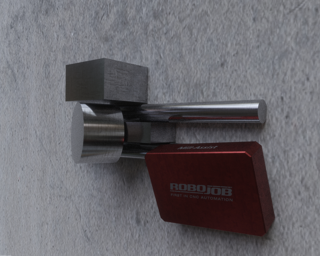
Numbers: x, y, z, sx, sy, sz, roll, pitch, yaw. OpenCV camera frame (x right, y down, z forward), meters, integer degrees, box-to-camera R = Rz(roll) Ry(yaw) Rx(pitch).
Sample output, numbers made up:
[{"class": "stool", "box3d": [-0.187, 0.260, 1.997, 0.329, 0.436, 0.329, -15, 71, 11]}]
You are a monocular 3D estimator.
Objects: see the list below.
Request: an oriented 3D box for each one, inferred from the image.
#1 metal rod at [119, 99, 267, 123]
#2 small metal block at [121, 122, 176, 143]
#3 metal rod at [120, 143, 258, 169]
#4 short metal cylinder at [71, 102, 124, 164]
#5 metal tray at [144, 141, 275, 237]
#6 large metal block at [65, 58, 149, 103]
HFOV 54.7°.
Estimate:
[{"class": "metal rod", "box3d": [-0.010, -0.020, 0.413, 0.300, 0.025, 0.025, 1, 91, 39]}, {"class": "small metal block", "box3d": [-0.014, 0.005, 0.399, 0.050, 0.050, 0.025, 1, 91, 39]}, {"class": "metal rod", "box3d": [-0.014, 0.031, 0.416, 0.300, 0.025, 0.025, 0, 90, 39]}, {"class": "short metal cylinder", "box3d": [-0.085, 0.007, 0.412, 0.080, 0.050, 0.080, -8, 81, 63]}, {"class": "metal tray", "box3d": [0.050, 0.064, 0.342, 0.130, 0.030, 0.089, -5, 105, 38]}, {"class": "large metal block", "box3d": [-0.072, -0.061, 0.429, 0.080, 0.081, 0.050, 1, 91, 39]}]
